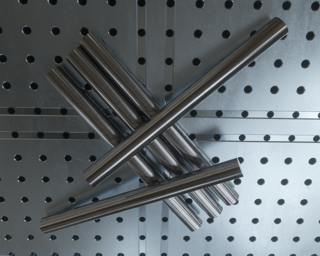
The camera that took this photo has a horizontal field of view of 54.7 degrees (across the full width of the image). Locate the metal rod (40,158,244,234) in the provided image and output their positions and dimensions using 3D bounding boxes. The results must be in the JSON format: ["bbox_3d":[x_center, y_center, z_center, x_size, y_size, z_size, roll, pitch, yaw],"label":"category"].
[{"bbox_3d":[-0.036,0.098,0.427,0.301,0.025,0.025,-20,109,15],"label":"metal rod"}]

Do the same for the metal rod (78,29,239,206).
[{"bbox_3d":[0.008,-0.003,0.412,0.025,0.025,0.300,-39,106,13],"label":"metal rod"}]

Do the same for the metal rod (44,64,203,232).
[{"bbox_3d":[-0.040,0.038,0.426,0.025,0.025,0.300,-37,106,12],"label":"metal rod"}]

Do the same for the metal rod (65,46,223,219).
[{"bbox_3d":[-0.012,0.016,0.419,0.025,0.025,0.300,-37,106,12],"label":"metal rod"}]

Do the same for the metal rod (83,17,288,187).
[{"bbox_3d":[0.028,-0.029,0.381,0.300,0.025,0.025,-39,106,4],"label":"metal rod"}]
